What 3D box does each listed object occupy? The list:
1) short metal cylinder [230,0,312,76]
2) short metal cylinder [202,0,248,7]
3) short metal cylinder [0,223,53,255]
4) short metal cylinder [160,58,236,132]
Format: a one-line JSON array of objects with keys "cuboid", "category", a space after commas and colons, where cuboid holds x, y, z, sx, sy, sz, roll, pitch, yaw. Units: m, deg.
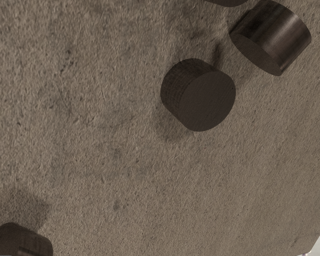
[{"cuboid": [0.134, -0.109, 0.379, 0.050, 0.080, 0.080, -49, 129, 6], "category": "short metal cylinder"}, {"cuboid": [0.065, -0.172, 0.321, 0.081, 0.050, 0.079, -14, 125, -21], "category": "short metal cylinder"}, {"cuboid": [-0.179, 0.163, 0.375, 0.080, 0.080, 0.050, -42, 130, 0], "category": "short metal cylinder"}, {"cuboid": [0.048, -0.042, 0.392, 0.081, 0.050, 0.079, -14, 125, -21], "category": "short metal cylinder"}]
